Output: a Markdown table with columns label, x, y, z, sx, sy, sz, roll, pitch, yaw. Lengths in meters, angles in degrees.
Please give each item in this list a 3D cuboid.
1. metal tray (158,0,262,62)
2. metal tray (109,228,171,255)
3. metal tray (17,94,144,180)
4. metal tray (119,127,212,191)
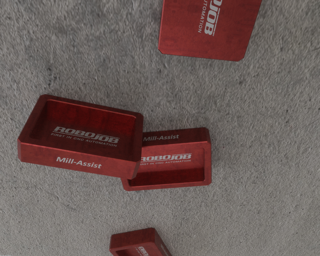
| label | x | y | z | sx | sy | sz | roll | pitch | yaw |
| --- | --- | --- | --- | --- | --- | --- | --- | --- | --- |
| metal tray | 0.050 | -0.131 | 0.293 | 0.091 | 0.030 | 0.129 | 5 | 130 | -4 |
| metal tray | -0.034 | 0.252 | 0.618 | 0.090 | 0.030 | 0.130 | -14 | 129 | 11 |
| metal tray | -0.088 | 0.009 | 0.370 | 0.131 | 0.090 | 0.030 | 11 | 129 | -10 |
| metal tray | 0.006 | 0.047 | 0.443 | 0.131 | 0.030 | 0.089 | -5 | 130 | 4 |
